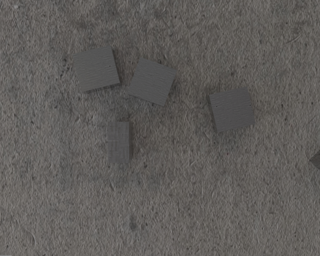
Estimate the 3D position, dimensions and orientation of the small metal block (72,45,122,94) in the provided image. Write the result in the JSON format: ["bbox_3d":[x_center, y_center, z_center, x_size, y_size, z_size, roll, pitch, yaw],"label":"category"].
[{"bbox_3d":[-0.082,-0.076,0.409,0.050,0.025,0.050,-14,90,0],"label":"small metal block"}]

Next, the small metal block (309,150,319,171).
[{"bbox_3d":[0.231,0.053,0.399,0.025,0.050,0.050,-44,90,0],"label":"small metal block"}]

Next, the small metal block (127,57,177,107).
[{"bbox_3d":[-0.010,-0.059,0.410,0.050,0.025,0.050,20,90,0],"label":"small metal block"}]

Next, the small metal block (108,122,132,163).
[{"bbox_3d":[-0.050,0.017,0.397,0.025,0.050,0.050,0,90,0],"label":"small metal block"}]

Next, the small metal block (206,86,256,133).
[{"bbox_3d":[0.093,-0.024,0.411,0.050,0.025,0.050,-13,90,0],"label":"small metal block"}]
